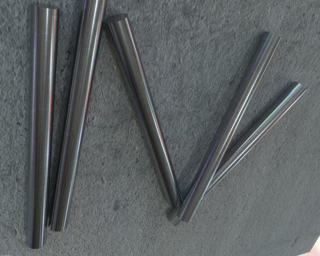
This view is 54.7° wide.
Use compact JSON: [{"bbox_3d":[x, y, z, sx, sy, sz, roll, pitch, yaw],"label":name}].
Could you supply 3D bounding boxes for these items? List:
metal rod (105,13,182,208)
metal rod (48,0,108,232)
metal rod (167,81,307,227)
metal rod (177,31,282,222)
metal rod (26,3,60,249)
[{"bbox_3d":[-0.010,0.003,0.404,0.025,0.025,0.298,-26,128,-12],"label":"metal rod"},{"bbox_3d":[-0.098,-0.002,0.352,0.025,0.025,0.298,2,118,-30],"label":"metal rod"},{"bbox_3d":[0.121,0.045,0.502,0.300,0.025,0.025,-47,130,5],"label":"metal rod"},{"bbox_3d":[0.095,0.008,0.451,0.025,0.025,0.298,13,107,-34],"label":"metal rod"},{"bbox_3d":[-0.134,0.020,0.346,0.025,0.025,0.298,-2,119,-28],"label":"metal rod"}]
